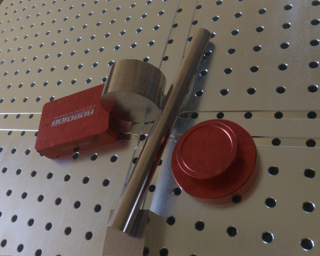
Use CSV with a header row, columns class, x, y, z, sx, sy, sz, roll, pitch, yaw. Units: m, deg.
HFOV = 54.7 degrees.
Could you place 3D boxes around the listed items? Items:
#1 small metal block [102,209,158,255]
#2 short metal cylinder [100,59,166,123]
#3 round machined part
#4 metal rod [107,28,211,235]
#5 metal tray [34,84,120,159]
class,x,y,z,sx,sy,sz,roll,pitch,yaw
small metal block,-0.033,0.120,0.350,0.050,0.025,0.050,-6,59,24
short metal cylinder,-0.035,-0.048,0.419,0.080,0.080,0.050,-3,61,26
round machined part,0.057,0.032,0.347,0.098,0.042,0.098,-13,56,20
metal rod,0.010,-0.015,0.393,0.025,0.025,0.300,7,59,31
metal tray,-0.124,-0.011,0.475,0.130,0.030,0.090,-15,56,19
